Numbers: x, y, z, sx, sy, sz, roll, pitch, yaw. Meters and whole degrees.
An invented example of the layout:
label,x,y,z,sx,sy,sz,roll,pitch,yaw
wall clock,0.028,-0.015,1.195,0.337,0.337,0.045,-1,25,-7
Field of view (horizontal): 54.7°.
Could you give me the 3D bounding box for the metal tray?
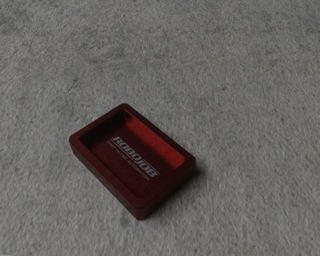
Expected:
label,x,y,z,sx,sy,sz,roll,pitch,yaw
metal tray,-0.034,0.033,0.371,0.091,0.030,0.130,-36,59,-27
